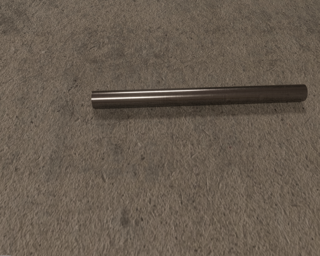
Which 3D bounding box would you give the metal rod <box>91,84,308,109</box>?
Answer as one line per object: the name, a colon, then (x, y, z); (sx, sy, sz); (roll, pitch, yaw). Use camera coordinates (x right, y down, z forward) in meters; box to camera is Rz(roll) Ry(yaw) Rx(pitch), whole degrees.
metal rod: (0.057, -0.045, 0.441); (0.302, 0.025, 0.025); (-2, 50, -3)
